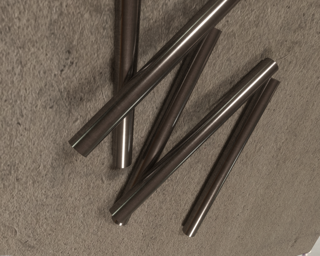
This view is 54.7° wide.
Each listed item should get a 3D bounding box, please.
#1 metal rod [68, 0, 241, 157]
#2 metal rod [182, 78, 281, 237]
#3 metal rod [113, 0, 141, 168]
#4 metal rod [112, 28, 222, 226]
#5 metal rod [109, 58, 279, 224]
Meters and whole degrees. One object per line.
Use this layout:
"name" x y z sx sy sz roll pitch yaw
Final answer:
"metal rod" 0.017 -0.085 0.340 0.300 0.025 0.025 -46 130 -6
"metal rod" 0.108 0.056 0.502 0.025 0.025 0.298 11 113 -33
"metal rod" -0.036 -0.084 0.336 0.025 0.025 0.298 -9 122 -24
"metal rod" 0.001 0.008 0.413 0.025 0.025 0.298 13 112 -34
"metal rod" 0.050 0.012 0.421 0.300 0.025 0.025 -44 130 -7
